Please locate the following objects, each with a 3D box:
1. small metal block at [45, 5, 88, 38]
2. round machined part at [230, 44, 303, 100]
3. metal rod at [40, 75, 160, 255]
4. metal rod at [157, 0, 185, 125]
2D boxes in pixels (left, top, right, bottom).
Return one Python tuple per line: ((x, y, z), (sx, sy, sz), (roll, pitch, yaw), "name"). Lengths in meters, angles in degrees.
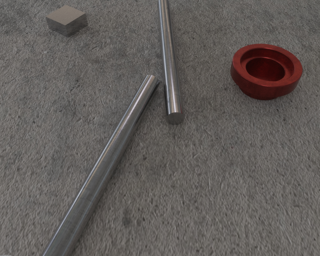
((-0.170, -0.196, 0.567), (0.050, 0.025, 0.050), (28, 55, 21), "small metal block")
((0.154, -0.079, 0.460), (0.099, 0.042, 0.098), (0, 50, 0), "round machined part")
((-0.062, 0.039, 0.369), (0.025, 0.025, 0.301), (15, 52, 12), "metal rod")
((0.014, -0.127, 0.510), (0.025, 0.025, 0.300), (-2, 50, -2), "metal rod")
